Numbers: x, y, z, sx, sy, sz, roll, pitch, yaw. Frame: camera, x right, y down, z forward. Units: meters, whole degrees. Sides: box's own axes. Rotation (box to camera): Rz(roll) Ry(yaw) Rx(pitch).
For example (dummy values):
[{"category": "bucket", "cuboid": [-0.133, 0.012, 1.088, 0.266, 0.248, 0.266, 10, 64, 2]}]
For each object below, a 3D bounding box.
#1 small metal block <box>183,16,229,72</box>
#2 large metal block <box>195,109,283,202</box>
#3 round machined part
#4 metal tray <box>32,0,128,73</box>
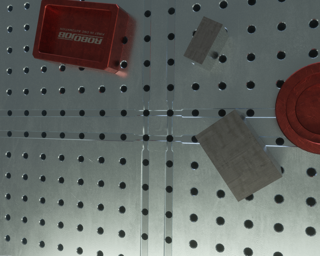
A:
[{"category": "small metal block", "cuboid": [0.058, -0.101, 0.379, 0.025, 0.050, 0.050, 30, 100, 17]}, {"category": "large metal block", "cuboid": [0.091, 0.028, 0.351, 0.050, 0.080, 0.080, -36, 79, 17]}, {"category": "round machined part", "cuboid": [0.179, -0.021, 0.340, 0.098, 0.042, 0.097, 0, 90, 20]}, {"category": "metal tray", "cuboid": [-0.118, -0.135, 0.451, 0.130, 0.030, 0.089, 13, 94, 19]}]
